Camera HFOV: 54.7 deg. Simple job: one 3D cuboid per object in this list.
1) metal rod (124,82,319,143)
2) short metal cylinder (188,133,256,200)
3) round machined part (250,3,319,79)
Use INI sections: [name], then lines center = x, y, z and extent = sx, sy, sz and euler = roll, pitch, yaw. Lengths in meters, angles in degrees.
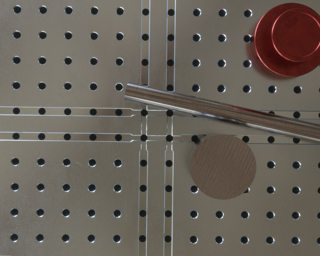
[metal rod]
center = 0.103, -0.017, 0.413
extent = 0.302, 0.025, 0.025
euler = 13, 90, 0
[short metal cylinder]
center = 0.077, 0.047, 0.401
extent = 0.081, 0.050, 0.080
euler = 0, 90, 0
[round machined part]
center = 0.173, -0.116, 0.406
extent = 0.099, 0.042, 0.097
euler = 0, 90, 0
